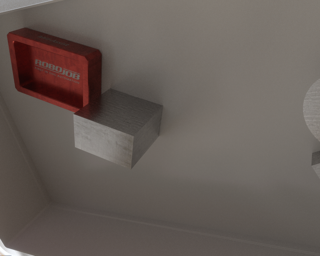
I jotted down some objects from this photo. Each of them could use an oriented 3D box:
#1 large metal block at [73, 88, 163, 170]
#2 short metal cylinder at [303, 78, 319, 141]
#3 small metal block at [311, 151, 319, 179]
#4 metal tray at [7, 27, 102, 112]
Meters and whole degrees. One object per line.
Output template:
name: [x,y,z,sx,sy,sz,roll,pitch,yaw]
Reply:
large metal block: [-0.052,-0.002,0.397,0.080,0.080,0.050,19,126,16]
short metal cylinder: [0.177,-0.021,0.270,0.080,0.050,0.079,30,136,34]
small metal block: [0.200,0.045,0.331,0.050,0.025,0.050,-28,103,37]
metal tray: [-0.145,-0.078,0.431,0.130,0.030,0.089,20,126,16]
